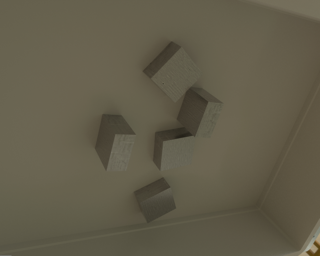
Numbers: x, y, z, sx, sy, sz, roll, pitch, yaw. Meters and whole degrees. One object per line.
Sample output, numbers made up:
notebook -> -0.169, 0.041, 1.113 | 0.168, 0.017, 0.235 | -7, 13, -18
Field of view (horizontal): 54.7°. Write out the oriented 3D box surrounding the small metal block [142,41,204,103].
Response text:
small metal block -> 0.016, -0.067, 0.377 | 0.050, 0.025, 0.050 | -46, 130, 3

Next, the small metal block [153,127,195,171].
small metal block -> 0.020, 0.029, 0.439 | 0.050, 0.025, 0.050 | -10, 123, -24

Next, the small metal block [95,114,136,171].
small metal block -> -0.055, 0.017, 0.374 | 0.025, 0.050, 0.050 | 3, 117, -30

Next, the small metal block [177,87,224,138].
small metal block -> 0.052, -0.021, 0.410 | 0.025, 0.050, 0.050 | 4, 117, -31

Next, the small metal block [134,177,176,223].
small metal block -> -0.007, 0.111, 0.476 | 0.050, 0.025, 0.050 | -24, 128, -14
